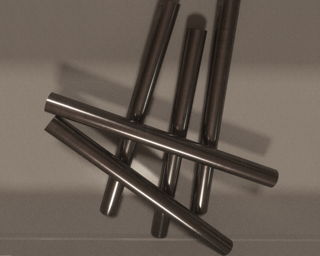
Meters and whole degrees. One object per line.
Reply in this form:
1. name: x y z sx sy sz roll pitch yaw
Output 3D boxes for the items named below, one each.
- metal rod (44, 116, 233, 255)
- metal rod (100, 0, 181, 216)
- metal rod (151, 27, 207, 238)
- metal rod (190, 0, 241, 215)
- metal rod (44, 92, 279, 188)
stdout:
1. metal rod: -0.019 0.083 0.413 0.301 0.025 0.025 38 105 -13
2. metal rod: -0.032 -0.012 0.406 0.025 0.025 0.298 16 109 -6
3. metal rod: 0.021 0.020 0.419 0.025 0.025 0.298 8 110 -4
4. metal rod: 0.069 -0.019 0.405 0.025 0.025 0.298 4 110 -2
5. metal rod: 0.008 0.018 0.390 0.302 0.025 0.025 19 109 -8
